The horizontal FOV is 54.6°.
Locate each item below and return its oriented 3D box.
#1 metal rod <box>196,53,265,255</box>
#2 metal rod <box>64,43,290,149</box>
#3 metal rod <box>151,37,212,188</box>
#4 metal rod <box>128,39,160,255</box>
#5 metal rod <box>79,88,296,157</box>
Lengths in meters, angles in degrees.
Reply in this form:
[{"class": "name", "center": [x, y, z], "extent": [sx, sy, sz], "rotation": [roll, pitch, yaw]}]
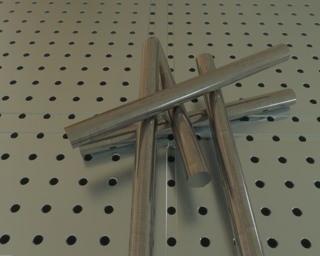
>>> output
[{"class": "metal rod", "center": [0.077, 0.027, 0.362], "extent": [0.025, 0.025, 0.299], "rotation": [-4, 57, -3]}, {"class": "metal rod", "center": [0.034, -0.046, 0.377], "extent": [0.302, 0.025, 0.025], "rotation": [-23, 54, -17]}, {"class": "metal rod", "center": [0.014, -0.046, 0.419], "extent": [0.025, 0.025, 0.300], "rotation": [-8, 42, -6]}, {"class": "metal rod", "center": [-0.016, 0.008, 0.371], "extent": [0.025, 0.025, 0.300], "rotation": [1, 59, 1]}, {"class": "metal rod", "center": [0.044, -0.011, 0.416], "extent": [0.302, 0.025, 0.025], "rotation": [-13, 51, -11]}]
